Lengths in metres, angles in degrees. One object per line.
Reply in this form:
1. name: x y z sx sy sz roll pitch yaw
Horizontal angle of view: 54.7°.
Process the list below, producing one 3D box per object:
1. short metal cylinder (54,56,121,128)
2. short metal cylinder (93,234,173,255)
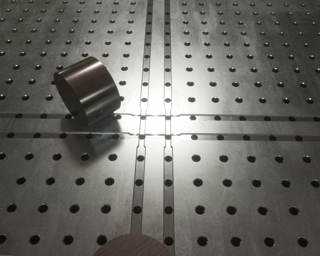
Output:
1. short metal cylinder: -0.096 -0.047 0.411 0.050 0.080 0.080 -33 58 -25
2. short metal cylinder: -0.023 0.142 0.272 0.081 0.050 0.080 0 50 0
